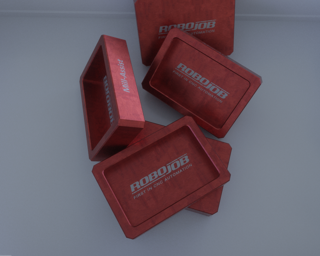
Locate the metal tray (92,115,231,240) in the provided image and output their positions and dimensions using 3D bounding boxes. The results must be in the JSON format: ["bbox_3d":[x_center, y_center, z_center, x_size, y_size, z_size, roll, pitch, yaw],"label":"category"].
[{"bbox_3d":[0.001,0.054,0.354,0.131,0.030,0.090,-29,73,-10],"label":"metal tray"}]

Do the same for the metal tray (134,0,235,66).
[{"bbox_3d":[0.035,-0.140,0.427,0.131,0.089,0.030,-8,33,-4],"label":"metal tray"}]

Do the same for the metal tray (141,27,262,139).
[{"bbox_3d":[0.052,-0.059,0.401,0.130,0.030,0.089,34,112,10],"label":"metal tray"}]

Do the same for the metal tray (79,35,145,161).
[{"bbox_3d":[-0.063,-0.035,0.375,0.030,0.090,0.130,6,55,-33],"label":"metal tray"}]

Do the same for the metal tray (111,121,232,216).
[{"bbox_3d":[0.015,0.048,0.389,0.131,0.030,0.090,16,71,5],"label":"metal tray"}]
